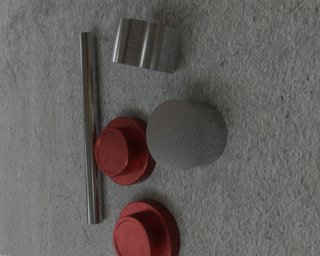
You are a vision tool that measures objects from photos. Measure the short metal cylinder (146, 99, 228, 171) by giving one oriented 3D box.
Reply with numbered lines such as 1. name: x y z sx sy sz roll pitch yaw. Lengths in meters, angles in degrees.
1. short metal cylinder: 0.031 0.008 0.362 0.080 0.050 0.079 0 90 39

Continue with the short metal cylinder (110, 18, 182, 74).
1. short metal cylinder: -0.017 -0.099 0.381 0.080 0.081 0.050 19 102 38

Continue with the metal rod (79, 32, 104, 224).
1. metal rod: -0.109 -0.001 0.491 0.025 0.025 0.298 -5 87 39

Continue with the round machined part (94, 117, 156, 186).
1. round machined part: -0.054 0.033 0.437 0.098 0.042 0.097 0 90 39

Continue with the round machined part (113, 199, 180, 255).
1. round machined part: -0.025 0.147 0.412 0.098 0.042 0.097 0 90 39
